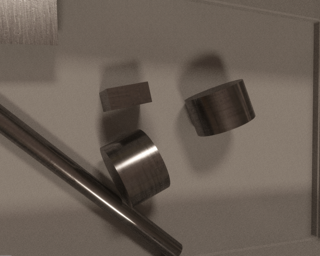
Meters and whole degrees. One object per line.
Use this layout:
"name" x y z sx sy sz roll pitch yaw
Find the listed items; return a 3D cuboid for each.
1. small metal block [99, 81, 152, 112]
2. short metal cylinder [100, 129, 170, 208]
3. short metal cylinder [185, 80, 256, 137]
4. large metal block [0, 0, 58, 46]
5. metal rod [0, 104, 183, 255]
"small metal block" -0.044 -0.038 0.382 0.050 0.050 0.025 -13 95 -20
"short metal cylinder" -0.031 0.048 0.371 0.050 0.080 0.080 -27 99 -18
"short metal cylinder" 0.079 -0.027 0.412 0.081 0.080 0.050 -24 99 -19
"large metal block" -0.151 -0.135 0.322 0.081 0.050 0.079 -4 125 -20
"metal rod" -0.086 0.071 0.379 0.300 0.025 0.025 42 77 -16
